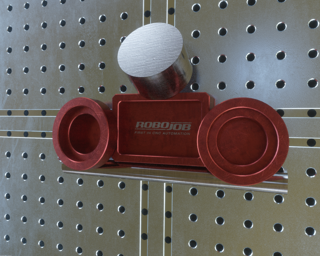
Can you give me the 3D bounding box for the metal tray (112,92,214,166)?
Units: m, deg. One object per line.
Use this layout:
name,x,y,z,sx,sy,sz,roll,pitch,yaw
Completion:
metal tray,0.002,0.000,0.404,0.130,0.030,0.089,1,91,19

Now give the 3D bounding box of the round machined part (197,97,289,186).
round machined part,0.094,0.015,0.361,0.098,0.042,0.097,0,88,12

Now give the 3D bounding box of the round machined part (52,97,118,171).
round machined part,-0.098,0.008,0.429,0.098,0.042,0.097,-1,87,28

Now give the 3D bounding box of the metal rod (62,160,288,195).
metal rod,0.005,0.059,0.406,0.301,0.025,0.025,2,91,19

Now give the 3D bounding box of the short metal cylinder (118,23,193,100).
short metal cylinder,-0.005,-0.081,0.381,0.080,0.050,0.080,-8,61,15
